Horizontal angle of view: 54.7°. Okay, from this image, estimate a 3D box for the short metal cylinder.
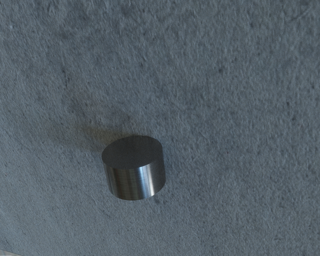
[{"bbox_3d":[-0.034,0.052,0.420,0.080,0.080,0.050,7,122,24],"label":"short metal cylinder"}]
